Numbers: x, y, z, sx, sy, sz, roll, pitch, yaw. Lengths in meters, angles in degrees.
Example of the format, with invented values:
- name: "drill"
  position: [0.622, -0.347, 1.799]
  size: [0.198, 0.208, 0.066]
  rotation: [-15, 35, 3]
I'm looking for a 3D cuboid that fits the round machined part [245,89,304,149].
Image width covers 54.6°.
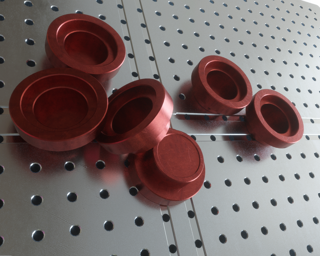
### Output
- name: "round machined part"
  position: [0.177, -0.011, 0.498]
  size: [0.099, 0.042, 0.098]
  rotation: [13, 56, -21]

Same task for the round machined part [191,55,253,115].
- name: "round machined part"
  position: [0.091, -0.062, 0.483]
  size: [0.099, 0.042, 0.098]
  rotation: [14, 56, -21]

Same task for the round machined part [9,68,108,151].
- name: "round machined part"
  position: [-0.107, -0.017, 0.339]
  size: [0.099, 0.042, 0.098]
  rotation: [5, 55, -7]

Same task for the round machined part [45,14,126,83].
- name: "round machined part"
  position: [-0.098, -0.098, 0.404]
  size: [0.099, 0.042, 0.098]
  rotation: [13, 56, -21]

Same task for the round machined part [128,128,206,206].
- name: "round machined part"
  position: [0.014, 0.041, 0.379]
  size: [0.099, 0.042, 0.098]
  rotation: [13, 56, -21]

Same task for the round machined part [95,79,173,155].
- name: "round machined part"
  position: [-0.027, -0.009, 0.364]
  size: [0.042, 0.098, 0.098]
  rotation: [52, 41, -39]
